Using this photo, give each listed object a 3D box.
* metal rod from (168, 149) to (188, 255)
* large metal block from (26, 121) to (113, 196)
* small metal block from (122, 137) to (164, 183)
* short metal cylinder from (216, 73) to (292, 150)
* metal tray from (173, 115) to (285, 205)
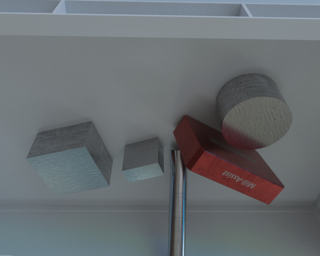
[{"bbox_3d":[0.023,0.180,0.439,0.025,0.025,0.298,2,89,-2],"label":"metal rod"},{"bbox_3d":[-0.120,0.044,0.428,0.080,0.050,0.080,-12,129,9],"label":"large metal block"},{"bbox_3d":[-0.022,0.044,0.430,0.050,0.050,0.025,-14,129,11],"label":"small metal block"},{"bbox_3d":[0.112,-0.019,0.378,0.081,0.050,0.079,0,130,0],"label":"short metal cylinder"},{"bbox_3d":[0.085,0.039,0.398,0.131,0.090,0.030,25,111,-21],"label":"metal tray"}]
